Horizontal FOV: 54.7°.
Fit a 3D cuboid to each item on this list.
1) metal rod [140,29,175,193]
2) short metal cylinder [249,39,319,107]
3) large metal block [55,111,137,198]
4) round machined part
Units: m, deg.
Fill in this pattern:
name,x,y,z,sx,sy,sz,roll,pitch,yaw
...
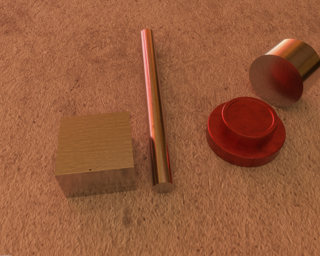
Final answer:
name,x,y,z,sx,sy,sz,roll,pitch,yaw
metal rod,-0.009,-0.047,0.442,0.025,0.025,0.300,-4,50,-3
short metal cylinder,0.174,-0.077,0.433,0.080,0.080,0.050,37,59,27
large metal block,-0.072,0.030,0.361,0.081,0.050,0.080,-6,50,-5
round machined part,0.110,-0.002,0.395,0.099,0.042,0.098,0,50,0
